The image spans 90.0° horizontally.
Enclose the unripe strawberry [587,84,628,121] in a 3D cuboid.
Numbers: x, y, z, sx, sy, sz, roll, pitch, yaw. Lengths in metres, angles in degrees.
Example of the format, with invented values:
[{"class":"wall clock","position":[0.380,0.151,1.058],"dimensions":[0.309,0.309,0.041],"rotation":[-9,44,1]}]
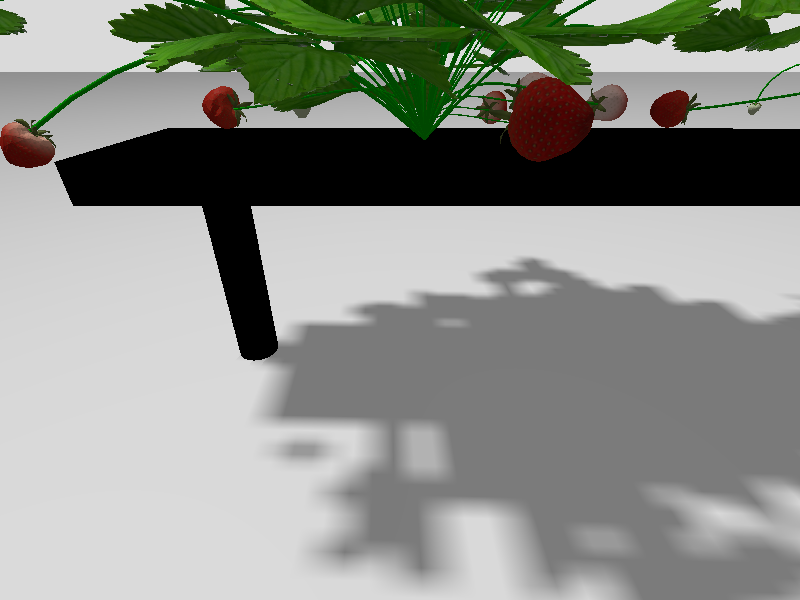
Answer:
[{"class":"unripe strawberry","position":[0.214,-0.201,0.409],"dimensions":[0.039,0.034,0.039],"rotation":[-15,34,-24]}]

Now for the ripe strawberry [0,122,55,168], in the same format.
[{"class":"ripe strawberry","position":[-0.220,-0.089,0.235],"dimensions":[0.025,0.024,0.022],"rotation":[36,9,-37]}]

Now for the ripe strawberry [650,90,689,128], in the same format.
[{"class":"ripe strawberry","position":[0.253,-0.180,0.378],"dimensions":[0.030,0.031,0.028],"rotation":[9,32,15]}]

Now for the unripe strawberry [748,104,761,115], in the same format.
[{"class":"unripe strawberry","position":[0.395,-0.213,0.447],"dimensions":[0.010,0.011,0.011],"rotation":[-15,34,-24]}]

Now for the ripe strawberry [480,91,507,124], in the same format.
[{"class":"ripe strawberry","position":[0.095,-0.191,0.397],"dimensions":[0.026,0.030,0.029],"rotation":[23,38,33]}]

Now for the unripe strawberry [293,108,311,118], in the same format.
[{"class":"unripe strawberry","position":[-0.111,-0.217,0.452],"dimensions":[0.023,0.023,0.019],"rotation":[-24,39,-35]}]

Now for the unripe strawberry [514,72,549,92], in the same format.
[{"class":"unripe strawberry","position":[0.140,-0.204,0.406],"dimensions":[0.049,0.048,0.045],"rotation":[-23,38,-34]}]

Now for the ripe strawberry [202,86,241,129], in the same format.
[{"class":"ripe strawberry","position":[-0.165,-0.178,0.371],"dimensions":[0.034,0.035,0.031],"rotation":[9,32,16]}]

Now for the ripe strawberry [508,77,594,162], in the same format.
[{"class":"ripe strawberry","position":[0.098,-0.114,0.257],"dimensions":[0.050,0.050,0.047],"rotation":[26,40,35]}]
